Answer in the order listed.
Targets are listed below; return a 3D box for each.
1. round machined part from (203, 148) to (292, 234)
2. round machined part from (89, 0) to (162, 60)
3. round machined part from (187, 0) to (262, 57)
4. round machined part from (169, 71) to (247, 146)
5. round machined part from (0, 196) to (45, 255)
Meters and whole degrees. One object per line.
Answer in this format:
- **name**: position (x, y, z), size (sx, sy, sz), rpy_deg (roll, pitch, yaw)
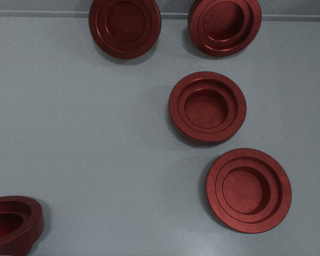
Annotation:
- **round machined part**: position (0.102, 0.076, 0.374), size (0.099, 0.042, 0.098), rpy_deg (0, 70, -1)
- **round machined part**: position (-0.046, -0.149, 0.437), size (0.099, 0.042, 0.097), rpy_deg (2, 110, 7)
- **round machined part**: position (0.088, -0.153, 0.435), size (0.099, 0.097, 0.042), rpy_deg (-4, 42, -2)
- **round machined part**: position (0.060, -0.022, 0.409), size (0.099, 0.042, 0.098), rpy_deg (0, 70, -1)
- **round machined part**: position (-0.178, 0.117, 0.336), size (0.099, 0.098, 0.042), rpy_deg (-2, 108, -1)
